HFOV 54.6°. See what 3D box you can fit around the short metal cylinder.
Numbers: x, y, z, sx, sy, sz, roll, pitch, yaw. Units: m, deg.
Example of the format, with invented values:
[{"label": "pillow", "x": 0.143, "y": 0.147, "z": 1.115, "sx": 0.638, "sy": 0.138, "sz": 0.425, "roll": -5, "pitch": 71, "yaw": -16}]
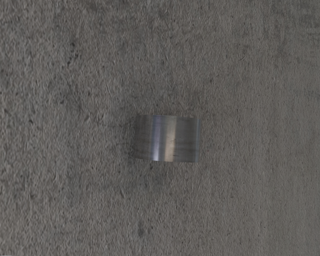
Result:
[{"label": "short metal cylinder", "x": 0.009, "y": 0.013, "z": 0.376, "sx": 0.081, "sy": 0.080, "sz": 0.050, "roll": 6, "pitch": 86, "yaw": -40}]
